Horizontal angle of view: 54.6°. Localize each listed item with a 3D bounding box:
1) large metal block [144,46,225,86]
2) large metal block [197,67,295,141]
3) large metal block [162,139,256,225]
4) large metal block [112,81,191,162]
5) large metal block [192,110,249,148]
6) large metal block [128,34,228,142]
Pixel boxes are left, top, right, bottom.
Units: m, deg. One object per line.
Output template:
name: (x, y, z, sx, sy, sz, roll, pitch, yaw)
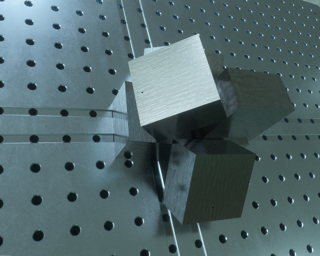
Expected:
large metal block: (0.029, -0.080, 0.427, 0.081, 0.080, 0.050, 2, 99, -27)
large metal block: (0.096, -0.024, 0.375, 0.081, 0.080, 0.050, 2, 61, -28)
large metal block: (0.055, 0.059, 0.359, 0.081, 0.050, 0.079, 2, 105, -27)
large metal block: (-0.012, -0.006, 0.389, 0.081, 0.050, 0.080, 7, 59, -25)
large metal block: (0.065, -0.003, 0.427, 0.081, 0.050, 0.080, 3, 61, -27)
large metal block: (0.019, -0.041, 0.333, 0.080, 0.050, 0.080, -19, 64, 13)
